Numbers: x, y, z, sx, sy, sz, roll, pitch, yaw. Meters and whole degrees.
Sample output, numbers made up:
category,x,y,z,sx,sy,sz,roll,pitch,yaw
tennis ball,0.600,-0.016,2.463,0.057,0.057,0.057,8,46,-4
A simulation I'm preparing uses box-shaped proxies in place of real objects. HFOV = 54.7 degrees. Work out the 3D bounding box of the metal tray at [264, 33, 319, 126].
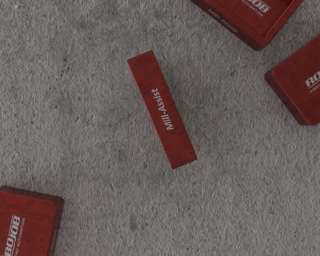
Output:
category,x,y,z,sx,sy,sz,roll,pitch,yaw
metal tray,0.219,-0.074,0.409,0.130,0.030,0.090,-37,90,0

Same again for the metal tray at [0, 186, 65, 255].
category,x,y,z,sx,sy,sz,roll,pitch,yaw
metal tray,-0.186,0.149,0.406,0.091,0.030,0.129,12,90,0

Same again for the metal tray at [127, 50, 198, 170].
category,x,y,z,sx,sy,sz,roll,pitch,yaw
metal tray,0.003,-0.020,0.377,0.030,0.090,0.129,-23,90,0

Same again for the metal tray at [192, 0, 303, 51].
category,x,y,z,sx,sy,sz,roll,pitch,yaw
metal tray,0.111,-0.177,0.407,0.130,0.030,0.090,38,90,0
